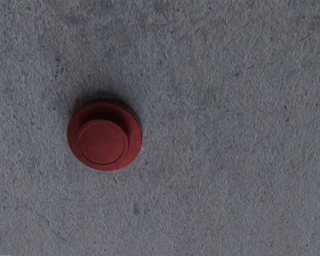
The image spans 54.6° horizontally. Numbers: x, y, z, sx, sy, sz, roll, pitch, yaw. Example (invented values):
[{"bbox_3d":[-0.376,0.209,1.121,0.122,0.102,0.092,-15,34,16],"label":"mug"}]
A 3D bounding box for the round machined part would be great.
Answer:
[{"bbox_3d":[-0.073,0.014,0.405,0.099,0.042,0.097,0,110,0],"label":"round machined part"}]
